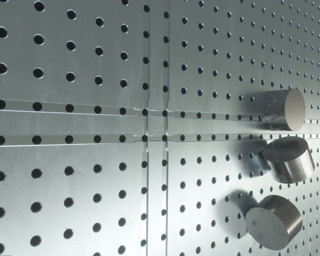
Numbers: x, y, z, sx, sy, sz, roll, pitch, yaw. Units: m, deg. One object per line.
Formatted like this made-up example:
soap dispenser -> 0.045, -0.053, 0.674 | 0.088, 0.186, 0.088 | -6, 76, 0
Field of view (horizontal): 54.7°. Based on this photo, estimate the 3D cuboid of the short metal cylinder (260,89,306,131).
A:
short metal cylinder -> 0.236, -0.034, 0.595 | 0.081, 0.050, 0.079 | 0, 90, -40

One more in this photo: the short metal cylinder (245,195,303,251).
short metal cylinder -> 0.199, 0.165, 0.545 | 0.050, 0.080, 0.079 | -22, 105, -38

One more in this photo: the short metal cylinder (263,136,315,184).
short metal cylinder -> 0.240, 0.059, 0.579 | 0.080, 0.080, 0.050 | -42, 116, -32
